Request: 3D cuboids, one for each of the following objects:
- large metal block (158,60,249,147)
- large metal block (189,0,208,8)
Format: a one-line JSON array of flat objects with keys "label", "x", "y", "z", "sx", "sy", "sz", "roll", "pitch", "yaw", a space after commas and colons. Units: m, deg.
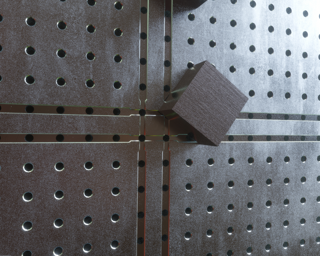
[{"label": "large metal block", "x": 0.059, "y": -0.032, "z": 0.422, "sx": 0.080, "sy": 0.050, "sz": 0.080, "roll": 38, "pitch": 78, "yaw": -16}, {"label": "large metal block", "x": 0.052, "y": -0.216, "z": 0.403, "sx": 0.080, "sy": 0.080, "sz": 0.050, "roll": 40, "pitch": 77, "yaw": -16}]
